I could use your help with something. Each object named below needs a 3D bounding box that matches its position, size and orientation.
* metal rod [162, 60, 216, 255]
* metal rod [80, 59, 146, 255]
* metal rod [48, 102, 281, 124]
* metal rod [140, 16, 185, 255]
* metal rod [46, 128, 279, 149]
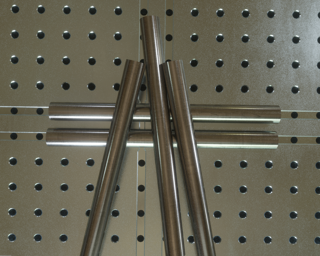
[{"bbox_3d":[0.042,0.065,0.395,0.025,0.025,0.298,-11,97,0],"label":"metal rod"},{"bbox_3d":[-0.066,0.063,0.394,0.025,0.025,0.298,14,97,-1],"label":"metal rod"},{"bbox_3d":[0.007,-0.020,0.414,0.302,0.025,0.025,1,90,-1],"label":"metal rod"},{"bbox_3d":[0.003,0.012,0.389,0.025,0.025,0.298,-6,90,0],"label":"metal rod"},{"bbox_3d":[0.003,0.014,0.414,0.302,0.025,0.025,1,90,-1],"label":"metal rod"}]
